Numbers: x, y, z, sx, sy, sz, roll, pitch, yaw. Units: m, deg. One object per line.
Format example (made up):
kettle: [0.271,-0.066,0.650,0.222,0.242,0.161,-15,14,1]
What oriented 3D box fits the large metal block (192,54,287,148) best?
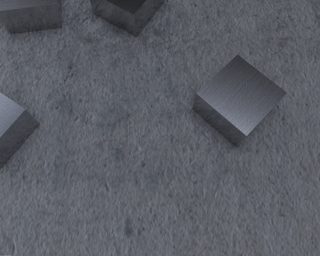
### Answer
large metal block: [0.102,-0.035,0.409,0.080,0.050,0.080,43,75,13]

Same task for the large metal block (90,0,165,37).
large metal block: [-0.048,-0.198,0.467,0.080,0.050,0.080,31,73,10]

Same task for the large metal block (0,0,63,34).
large metal block: [-0.196,-0.194,0.463,0.081,0.050,0.080,-8,70,-4]

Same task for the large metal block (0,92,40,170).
large metal block: [-0.219,-0.004,0.394,0.080,0.050,0.080,32,73,10]
